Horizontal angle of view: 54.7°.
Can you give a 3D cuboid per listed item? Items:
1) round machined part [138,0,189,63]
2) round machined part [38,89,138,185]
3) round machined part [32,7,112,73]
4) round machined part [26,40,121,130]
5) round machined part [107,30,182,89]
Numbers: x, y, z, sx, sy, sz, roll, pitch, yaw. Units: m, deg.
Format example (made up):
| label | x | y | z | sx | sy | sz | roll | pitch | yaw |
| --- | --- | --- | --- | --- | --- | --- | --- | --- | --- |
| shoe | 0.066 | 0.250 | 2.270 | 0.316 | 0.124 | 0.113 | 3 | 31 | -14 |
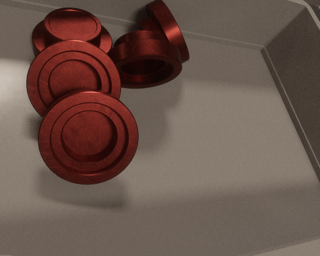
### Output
| label | x | y | z | sx | sy | sz | roll | pitch | yaw |
| --- | --- | --- | --- | --- | --- | --- | --- | --- | --- |
| round machined part | 0.001 | -0.134 | 0.456 | 0.042 | 0.098 | 0.098 | -29 | 74 | 1 |
| round machined part | -0.075 | 0.007 | 0.329 | 0.099 | 0.042 | 0.097 | -4 | 105 | -16 |
| round machined part | -0.110 | -0.115 | 0.394 | 0.099 | 0.042 | 0.098 | 8 | 53 | -10 |
| round machined part | -0.096 | -0.051 | 0.352 | 0.099 | 0.097 | 0.042 | 15 | 12 | -20 |
| round machined part | -0.023 | -0.089 | 0.399 | 0.099 | 0.098 | 0.042 | 0 | 73 | -29 |
